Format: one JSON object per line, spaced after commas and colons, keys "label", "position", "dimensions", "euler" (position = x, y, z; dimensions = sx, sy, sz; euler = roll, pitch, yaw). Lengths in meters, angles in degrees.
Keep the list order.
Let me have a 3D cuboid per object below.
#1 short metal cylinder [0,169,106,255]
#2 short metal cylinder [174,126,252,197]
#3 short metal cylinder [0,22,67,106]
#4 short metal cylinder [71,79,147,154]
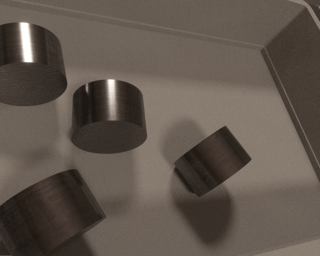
{"label": "short metal cylinder", "position": [-0.095, 0.079, 0.271], "dimensions": [0.081, 0.080, 0.050], "euler": [-26, 76, -37]}
{"label": "short metal cylinder", "position": [0.064, 0.041, 0.382], "dimensions": [0.081, 0.080, 0.050], "euler": [-28, 78, -38]}
{"label": "short metal cylinder", "position": [-0.145, -0.065, 0.333], "dimensions": [0.081, 0.080, 0.050], "euler": [-2, 63, -30]}
{"label": "short metal cylinder", "position": [-0.057, -0.010, 0.347], "dimensions": [0.081, 0.080, 0.050], "euler": [7, 59, -25]}
